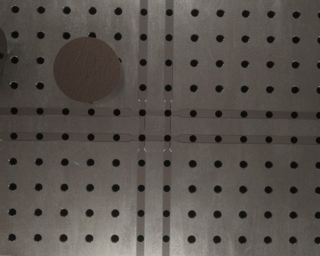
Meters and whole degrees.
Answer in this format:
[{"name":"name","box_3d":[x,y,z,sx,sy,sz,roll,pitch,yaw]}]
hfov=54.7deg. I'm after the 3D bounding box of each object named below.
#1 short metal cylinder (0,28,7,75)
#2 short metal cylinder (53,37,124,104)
[{"name":"short metal cylinder","box_3d":[-0.236,-0.095,0.383,0.050,0.080,0.080,17,90,0]},{"name":"short metal cylinder","box_3d":[-0.089,-0.071,0.400,0.081,0.050,0.079,0,90,-1]}]
